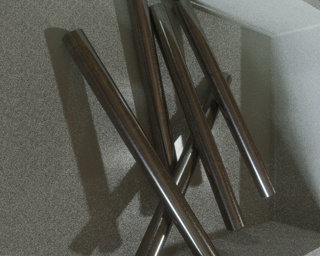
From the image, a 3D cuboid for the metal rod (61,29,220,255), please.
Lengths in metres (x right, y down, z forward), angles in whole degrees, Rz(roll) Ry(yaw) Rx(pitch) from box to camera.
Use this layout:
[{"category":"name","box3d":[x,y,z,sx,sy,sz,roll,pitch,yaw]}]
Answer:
[{"category":"metal rod","box3d":[-0.017,0.029,0.341,0.025,0.025,0.299,-34,95,-35]}]

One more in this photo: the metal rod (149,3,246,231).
[{"category":"metal rod","box3d":[0.045,-0.016,0.397,0.025,0.025,0.299,-19,88,-39]}]

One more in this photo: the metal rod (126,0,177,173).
[{"category":"metal rod","box3d":[-0.004,-0.030,0.403,0.025,0.025,0.298,-19,102,-39]}]

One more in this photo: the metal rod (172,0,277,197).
[{"category":"metal rod","box3d":[0.093,-0.040,0.440,0.025,0.025,0.299,-29,95,-36]}]

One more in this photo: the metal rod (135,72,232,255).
[{"category":"metal rod","box3d":[0.043,0.034,0.413,0.025,0.025,0.300,48,53,-29]}]
